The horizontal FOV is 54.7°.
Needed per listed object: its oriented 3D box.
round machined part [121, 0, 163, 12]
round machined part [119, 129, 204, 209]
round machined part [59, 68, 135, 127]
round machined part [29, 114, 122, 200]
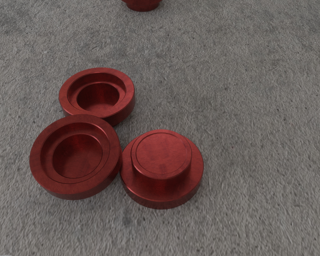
[{"bbox_3d":[-0.035,-0.268,0.617,0.099,0.042,0.098,0,50,0],"label":"round machined part"},{"bbox_3d":[0.001,0.040,0.358,0.099,0.042,0.098,0,50,0],"label":"round machined part"},{"bbox_3d":[-0.082,-0.035,0.421,0.099,0.042,0.098,0,50,0],"label":"round machined part"},{"bbox_3d":[-0.092,0.036,0.355,0.099,0.042,0.098,-1,58,1],"label":"round machined part"}]
